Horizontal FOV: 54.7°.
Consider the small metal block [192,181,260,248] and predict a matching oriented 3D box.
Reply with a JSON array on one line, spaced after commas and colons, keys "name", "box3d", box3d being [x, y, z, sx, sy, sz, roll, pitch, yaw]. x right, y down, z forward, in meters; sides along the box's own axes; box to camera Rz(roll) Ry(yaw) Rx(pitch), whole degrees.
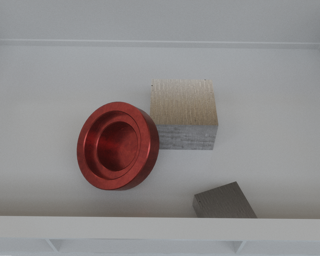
[{"name": "small metal block", "box3d": [0.068, 0.091, 0.330, 0.050, 0.025, 0.050, -15, 52, -13]}]

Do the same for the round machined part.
[{"name": "round machined part", "box3d": [-0.044, 0.022, 0.354, 0.098, 0.042, 0.098, -7, 75, 27]}]

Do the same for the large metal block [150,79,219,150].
[{"name": "large metal block", "box3d": [0.028, -0.018, 0.405, 0.081, 0.050, 0.080, 1, 50, 0]}]
